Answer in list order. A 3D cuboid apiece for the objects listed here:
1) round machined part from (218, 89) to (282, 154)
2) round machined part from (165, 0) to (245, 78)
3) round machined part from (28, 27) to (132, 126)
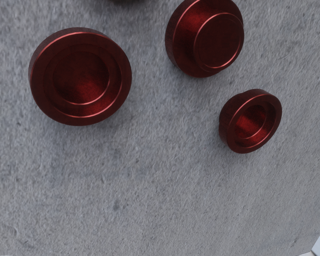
[{"bbox_3d":[0.128,-0.014,0.460,0.099,0.042,0.097,-14,125,-21],"label":"round machined part"},{"bbox_3d":[0.059,-0.105,0.365,0.099,0.042,0.097,-14,125,-21],"label":"round machined part"},{"bbox_3d":[-0.082,-0.054,0.318,0.099,0.042,0.097,-14,125,-21],"label":"round machined part"}]
